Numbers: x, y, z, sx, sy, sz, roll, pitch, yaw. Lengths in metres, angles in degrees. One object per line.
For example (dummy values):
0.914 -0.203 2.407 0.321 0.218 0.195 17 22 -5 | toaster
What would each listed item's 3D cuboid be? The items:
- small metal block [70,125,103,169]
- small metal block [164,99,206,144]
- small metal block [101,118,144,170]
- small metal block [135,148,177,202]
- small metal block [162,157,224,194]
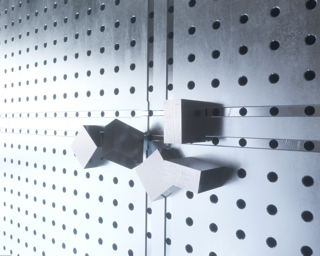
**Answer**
-0.115 0.030 0.506 0.050 0.025 0.050 51 120 28 | small metal block
0.030 -0.007 0.369 0.025 0.050 0.050 -1 90 40 | small metal block
-0.050 0.022 0.424 0.025 0.050 0.050 -32 44 36 | small metal block
0.001 0.061 0.410 0.050 0.025 0.050 -44 64 31 | small metal block
0.039 0.053 0.362 0.050 0.050 0.025 12 98 39 | small metal block
